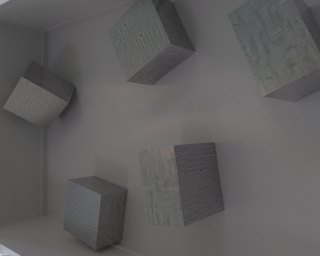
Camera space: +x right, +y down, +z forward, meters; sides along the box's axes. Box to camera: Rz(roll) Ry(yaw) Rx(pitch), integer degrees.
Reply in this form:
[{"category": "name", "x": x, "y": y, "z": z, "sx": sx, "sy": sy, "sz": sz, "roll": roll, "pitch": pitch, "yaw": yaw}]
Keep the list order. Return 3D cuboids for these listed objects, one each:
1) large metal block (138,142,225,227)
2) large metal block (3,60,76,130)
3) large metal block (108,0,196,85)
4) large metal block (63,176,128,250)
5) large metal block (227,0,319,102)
[{"category": "large metal block", "x": 0.025, "y": 0.060, "z": 0.350, "sx": 0.050, "sy": 0.081, "sz": 0.080, "roll": -12, "pitch": 82, "yaw": 39}, {"category": "large metal block", "x": -0.206, "y": -0.054, "z": 0.532, "sx": 0.080, "sy": 0.080, "sz": 0.050, "roll": -42, "pitch": 29, "yaw": 32}, {"category": "large metal block", "x": -0.013, "y": -0.113, "z": 0.401, "sx": 0.080, "sy": 0.050, "sz": 0.080, "roll": -33, "pitch": 70, "yaw": 35}, {"category": "large metal block", "x": -0.099, "y": 0.125, "z": 0.473, "sx": 0.080, "sy": 0.050, "sz": 0.079, "roll": 11, "pitch": 97, "yaw": 39}, {"category": "large metal block", "x": 0.114, "y": -0.072, "z": 0.276, "sx": 0.050, "sy": 0.081, "sz": 0.080, "roll": -29, "pitch": 72, "yaw": 36}]
